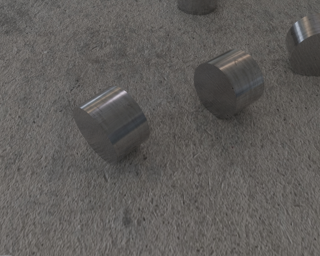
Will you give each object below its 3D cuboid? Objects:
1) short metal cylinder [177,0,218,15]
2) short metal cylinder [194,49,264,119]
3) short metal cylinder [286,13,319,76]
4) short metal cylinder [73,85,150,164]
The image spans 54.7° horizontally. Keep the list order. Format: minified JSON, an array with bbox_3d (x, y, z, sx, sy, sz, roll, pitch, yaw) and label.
[{"bbox_3d":[0.075,-0.266,0.611,0.080,0.050,0.080,0,50,0],"label":"short metal cylinder"},{"bbox_3d":[0.091,-0.059,0.418,0.050,0.080,0.080,-30,56,-23],"label":"short metal cylinder"},{"bbox_3d":[0.240,-0.126,0.475,0.080,0.080,0.050,5,50,4],"label":"short metal cylinder"},{"bbox_3d":[-0.058,-0.004,0.370,0.080,0.080,0.050,37,59,27],"label":"short metal cylinder"}]
